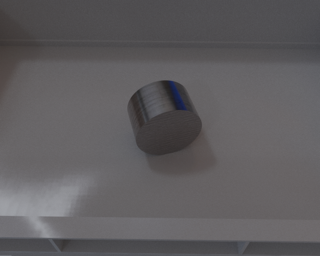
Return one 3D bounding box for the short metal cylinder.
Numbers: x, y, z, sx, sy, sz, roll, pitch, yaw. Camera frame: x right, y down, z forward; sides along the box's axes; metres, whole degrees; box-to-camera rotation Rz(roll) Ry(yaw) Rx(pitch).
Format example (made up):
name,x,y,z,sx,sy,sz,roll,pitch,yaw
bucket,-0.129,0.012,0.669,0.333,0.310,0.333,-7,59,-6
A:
name,x,y,z,sx,sy,sz,roll,pitch,yaw
short metal cylinder,0.005,-0.011,0.379,0.081,0.080,0.050,-12,51,-10
